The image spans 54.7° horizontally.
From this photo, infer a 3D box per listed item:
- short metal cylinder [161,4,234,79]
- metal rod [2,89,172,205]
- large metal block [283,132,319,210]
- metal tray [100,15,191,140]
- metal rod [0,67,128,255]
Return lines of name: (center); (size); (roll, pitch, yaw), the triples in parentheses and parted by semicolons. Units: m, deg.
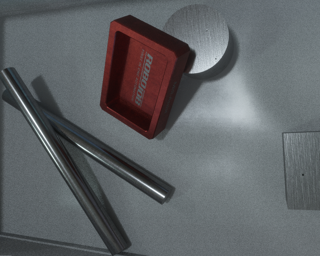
short metal cylinder: (0.047, -0.103, 0.380); (0.080, 0.050, 0.079); (0, 90, 19)
metal rod: (-0.116, 0.018, 0.449); (0.301, 0.025, 0.025); (30, 100, 17)
large metal block: (0.178, 0.043, 0.335); (0.080, 0.050, 0.079); (-3, 89, 19)
metal tray: (-0.024, -0.058, 0.381); (0.090, 0.030, 0.129); (32, 133, 16)
metal rod: (-0.138, 0.044, 0.437); (0.025, 0.025, 0.299); (-34, 87, 16)
